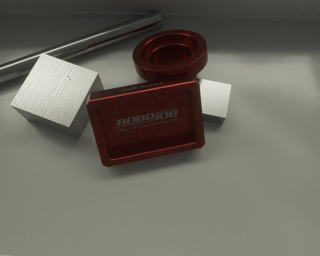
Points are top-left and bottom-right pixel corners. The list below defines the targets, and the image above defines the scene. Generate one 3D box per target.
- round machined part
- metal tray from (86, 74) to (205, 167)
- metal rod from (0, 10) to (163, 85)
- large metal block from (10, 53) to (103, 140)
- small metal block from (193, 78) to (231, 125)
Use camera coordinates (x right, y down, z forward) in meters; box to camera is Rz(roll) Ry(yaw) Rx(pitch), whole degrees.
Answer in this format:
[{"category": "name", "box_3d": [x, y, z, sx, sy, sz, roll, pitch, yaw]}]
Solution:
[{"category": "round machined part", "box_3d": [0.016, -0.090, 0.421, 0.098, 0.042, 0.098, -7, 45, 7]}, {"category": "metal tray", "box_3d": [-0.015, -0.009, 0.380, 0.131, 0.089, 0.030, -11, 26, -5]}, {"category": "metal rod", "box_3d": [-0.138, -0.110, 0.448, 0.302, 0.025, 0.025, -22, 72, -9]}, {"category": "large metal block", "box_3d": [-0.131, -0.041, 0.410, 0.080, 0.050, 0.080, 20, 71, 7]}, {"category": "small metal block", "box_3d": [0.067, -0.037, 0.424, 0.050, 0.025, 0.050, 12, 70, 4]}]
